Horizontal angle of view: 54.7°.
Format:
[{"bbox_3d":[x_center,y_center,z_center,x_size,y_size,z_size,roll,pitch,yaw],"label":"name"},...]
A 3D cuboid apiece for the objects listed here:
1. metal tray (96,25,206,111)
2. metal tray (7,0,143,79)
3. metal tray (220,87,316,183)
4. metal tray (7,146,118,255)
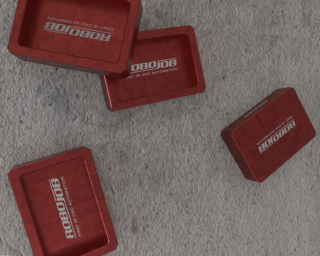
[{"bbox_3d":[-0.012,-0.078,0.401,0.131,0.030,0.089,-14,95,-20],"label":"metal tray"},{"bbox_3d":[-0.092,-0.112,0.347,0.131,0.030,0.090,11,86,2],"label":"metal tray"},{"bbox_3d":[0.166,0.009,0.467,0.131,0.030,0.090,-35,102,-17],"label":"metal tray"},{"bbox_3d":[-0.111,0.095,0.365,0.091,0.030,0.129,-17,96,-19],"label":"metal tray"}]
